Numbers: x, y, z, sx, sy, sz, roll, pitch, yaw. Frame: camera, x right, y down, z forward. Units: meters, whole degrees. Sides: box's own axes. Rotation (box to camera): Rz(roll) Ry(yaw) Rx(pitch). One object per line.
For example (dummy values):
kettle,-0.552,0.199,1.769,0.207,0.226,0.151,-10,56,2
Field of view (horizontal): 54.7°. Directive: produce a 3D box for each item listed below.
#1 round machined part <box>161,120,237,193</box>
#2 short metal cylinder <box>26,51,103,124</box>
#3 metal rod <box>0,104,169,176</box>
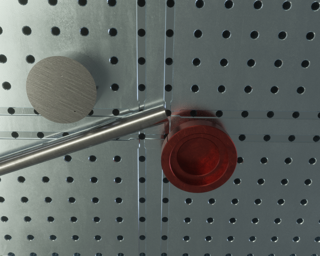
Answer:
round machined part,0.050,0.035,0.418,0.099,0.042,0.097,0,110,-1
short metal cylinder,-0.113,-0.051,0.380,0.081,0.050,0.079,0,110,-1
metal rod,-0.135,0.026,0.420,0.301,0.025,0.025,-18,109,6
